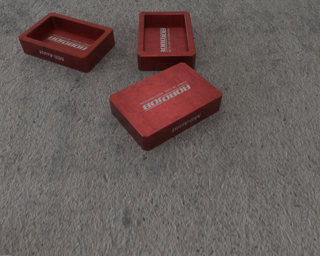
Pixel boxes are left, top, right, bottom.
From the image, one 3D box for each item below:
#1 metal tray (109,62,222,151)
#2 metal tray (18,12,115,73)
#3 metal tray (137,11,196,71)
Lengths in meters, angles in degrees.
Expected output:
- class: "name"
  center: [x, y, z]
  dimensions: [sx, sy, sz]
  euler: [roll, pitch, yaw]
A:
- class: "metal tray"
  center: [0.008, -0.035, 0.429]
  dimensions: [0.131, 0.030, 0.090]
  euler: [-29, 56, -22]
- class: "metal tray"
  center: [-0.154, -0.147, 0.522]
  dimensions: [0.130, 0.030, 0.090]
  euler: [19, 53, 15]
- class: "metal tray"
  center: [0.009, -0.151, 0.526]
  dimensions: [0.091, 0.030, 0.130]
  euler: [-1, 50, -1]
